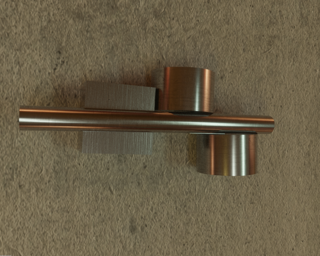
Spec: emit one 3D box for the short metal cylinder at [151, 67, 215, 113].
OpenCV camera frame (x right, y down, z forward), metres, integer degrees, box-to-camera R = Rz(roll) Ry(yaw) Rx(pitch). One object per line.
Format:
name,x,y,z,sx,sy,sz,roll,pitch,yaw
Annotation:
short metal cylinder,0.028,-0.045,0.393,0.081,0.080,0.050,2,90,-20

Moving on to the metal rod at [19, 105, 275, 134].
metal rod,0.004,-0.007,0.358,0.303,0.025,0.025,1,90,-22

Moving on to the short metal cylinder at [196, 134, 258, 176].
short metal cylinder,0.089,0.033,0.415,0.081,0.080,0.050,0,90,-20

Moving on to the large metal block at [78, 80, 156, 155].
large metal block,-0.054,-0.010,0.374,0.081,0.050,0.079,3,89,-20

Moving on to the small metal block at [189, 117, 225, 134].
small metal block,0.052,-0.005,0.416,0.050,0.050,0.025,1,90,-20
